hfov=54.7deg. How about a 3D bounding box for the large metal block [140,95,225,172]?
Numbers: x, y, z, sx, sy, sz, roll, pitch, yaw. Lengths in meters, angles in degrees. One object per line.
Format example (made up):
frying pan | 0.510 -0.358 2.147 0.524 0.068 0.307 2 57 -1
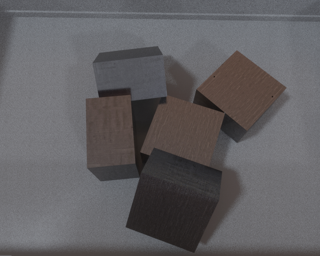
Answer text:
large metal block | 0.028 0.013 0.391 0.080 0.050 0.080 18 71 6

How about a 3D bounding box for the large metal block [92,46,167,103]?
large metal block | -0.037 -0.070 0.398 0.081 0.080 0.050 -7 112 -2

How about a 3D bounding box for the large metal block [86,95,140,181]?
large metal block | -0.055 0.015 0.373 0.050 0.080 0.080 -5 70 -2

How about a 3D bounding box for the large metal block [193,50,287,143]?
large metal block | 0.102 -0.041 0.411 0.080 0.050 0.080 42 75 13

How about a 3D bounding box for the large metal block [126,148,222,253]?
large metal block | 0.015 0.079 0.343 0.080 0.079 0.050 19 29 5
